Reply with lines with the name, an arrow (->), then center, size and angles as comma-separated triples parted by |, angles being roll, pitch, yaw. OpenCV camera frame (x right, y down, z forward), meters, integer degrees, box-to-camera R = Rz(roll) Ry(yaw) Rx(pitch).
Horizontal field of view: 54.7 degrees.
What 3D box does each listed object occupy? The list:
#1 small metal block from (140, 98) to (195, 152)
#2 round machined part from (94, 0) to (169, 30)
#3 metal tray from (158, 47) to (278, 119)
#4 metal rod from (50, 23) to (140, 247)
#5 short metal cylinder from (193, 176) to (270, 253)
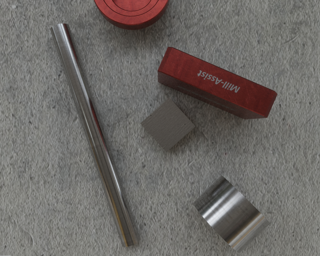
small metal block -> 0.010, -0.004, 0.410 | 0.050, 0.025, 0.050 | -42, 91, 0
round machined part -> -0.036, -0.175, 0.401 | 0.099, 0.042, 0.097 | 0, 90, -1
metal tray -> 0.063, -0.050, 0.378 | 0.131, 0.090, 0.030 | 23, 90, -1
metal rod -> -0.085, 0.009, 0.408 | 0.025, 0.025, 0.298 | -18, 90, 0
short metal cylinder -> 0.088, 0.105, 0.384 | 0.050, 0.080, 0.080 | -45, 91, 0
